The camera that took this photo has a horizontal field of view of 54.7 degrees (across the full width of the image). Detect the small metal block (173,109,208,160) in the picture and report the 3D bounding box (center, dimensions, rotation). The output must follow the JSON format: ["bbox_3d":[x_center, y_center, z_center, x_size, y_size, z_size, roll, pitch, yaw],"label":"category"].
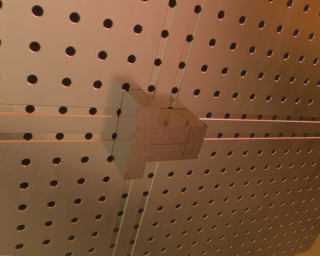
[{"bbox_3d":[0.034,0.008,0.419,0.025,0.050,0.050,0,119,-29],"label":"small metal block"}]

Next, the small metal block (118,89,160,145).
[{"bbox_3d":[-0.027,-0.014,0.372,0.025,0.050,0.050,0,119,-29],"label":"small metal block"}]

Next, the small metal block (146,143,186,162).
[{"bbox_3d":[-0.002,0.019,0.406,0.050,0.050,0.025,0,119,-29],"label":"small metal block"}]

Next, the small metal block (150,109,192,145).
[{"bbox_3d":[0.004,-0.003,0.396,0.050,0.050,0.025,0,119,-29],"label":"small metal block"}]

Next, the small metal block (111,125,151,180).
[{"bbox_3d":[-0.038,0.030,0.393,0.025,0.050,0.050,0,119,-29],"label":"small metal block"}]
